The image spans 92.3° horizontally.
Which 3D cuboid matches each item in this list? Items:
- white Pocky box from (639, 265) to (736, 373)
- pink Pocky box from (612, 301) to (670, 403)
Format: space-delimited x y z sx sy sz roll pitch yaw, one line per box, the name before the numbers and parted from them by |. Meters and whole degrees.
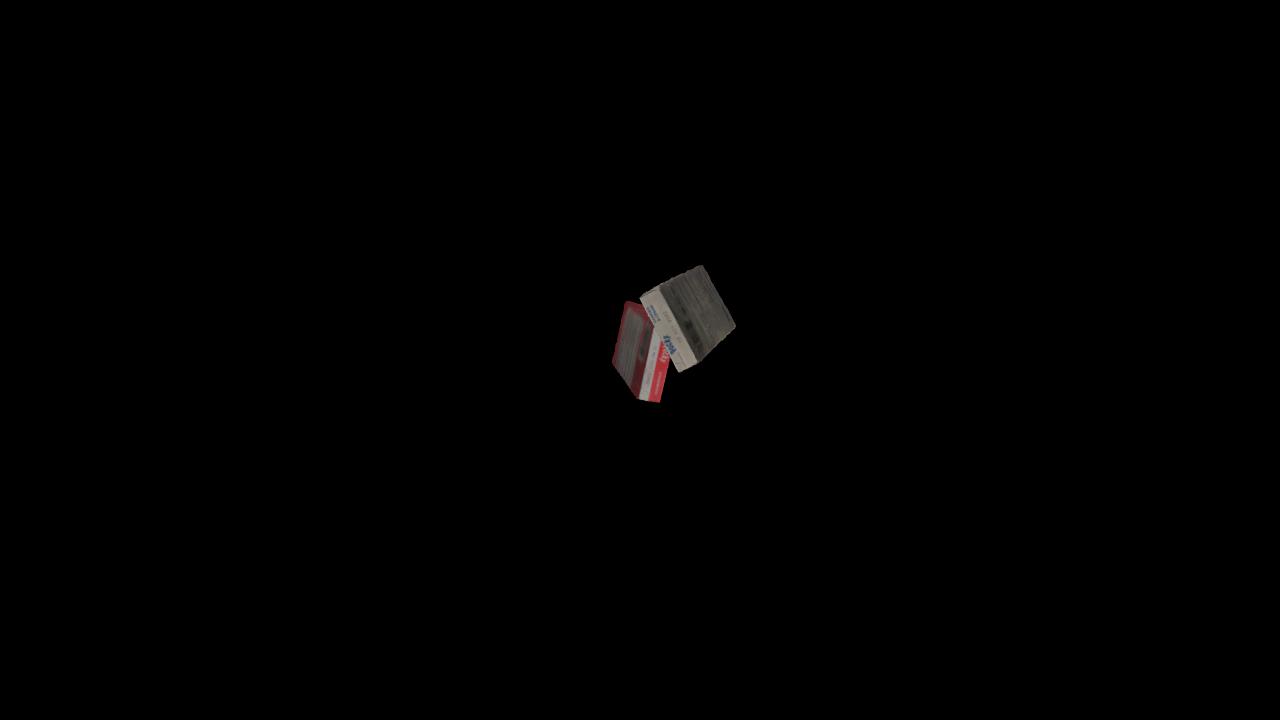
white Pocky box | 0.054 -0.048 0.638 0.028 0.084 0.154 -27 4 26
pink Pocky box | 0.001 -0.014 0.707 0.029 0.084 0.155 10 11 -15
